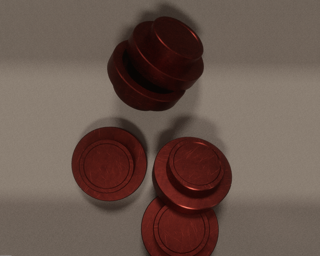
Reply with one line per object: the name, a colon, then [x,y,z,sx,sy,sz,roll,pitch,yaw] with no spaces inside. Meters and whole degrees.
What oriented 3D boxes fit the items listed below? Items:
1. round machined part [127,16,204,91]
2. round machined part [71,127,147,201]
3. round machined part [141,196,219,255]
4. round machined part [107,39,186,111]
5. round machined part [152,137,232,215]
round machined part: [0.013,-0.096,0.375,0.099,0.042,0.098,18,49,-22]
round machined part: [-0.066,0.047,0.402,0.099,0.042,0.097,0,90,-1]
round machined part: [0.025,0.126,0.390,0.099,0.042,0.098,1,72,-2]
round machined part: [-0.020,-0.060,0.385,0.099,0.042,0.098,18,49,-22]
round machined part: [0.041,0.052,0.380,0.099,0.042,0.098,4,57,-6]
